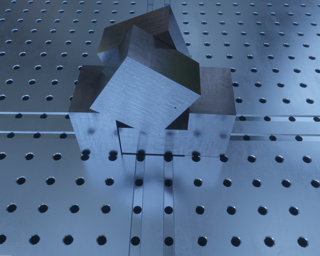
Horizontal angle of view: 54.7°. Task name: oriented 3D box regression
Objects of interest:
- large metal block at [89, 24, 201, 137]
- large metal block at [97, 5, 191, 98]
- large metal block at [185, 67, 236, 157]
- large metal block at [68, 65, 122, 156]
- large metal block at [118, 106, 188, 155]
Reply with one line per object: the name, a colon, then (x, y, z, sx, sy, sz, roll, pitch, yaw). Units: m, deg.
large metal block: (-0.015, -0.044, 0.322, 0.080, 0.080, 0.050, 25, 45, -23)
large metal block: (-0.013, -0.081, 0.357, 0.080, 0.080, 0.050, -13, 47, 18)
large metal block: (0.059, -0.020, 0.389, 0.050, 0.080, 0.080, 3, 50, 2)
large metal block: (-0.073, -0.022, 0.389, 0.050, 0.080, 0.080, 2, 50, 1)
large metal block: (-0.006, -0.014, 0.400, 0.081, 0.050, 0.080, 2, 50, 1)
